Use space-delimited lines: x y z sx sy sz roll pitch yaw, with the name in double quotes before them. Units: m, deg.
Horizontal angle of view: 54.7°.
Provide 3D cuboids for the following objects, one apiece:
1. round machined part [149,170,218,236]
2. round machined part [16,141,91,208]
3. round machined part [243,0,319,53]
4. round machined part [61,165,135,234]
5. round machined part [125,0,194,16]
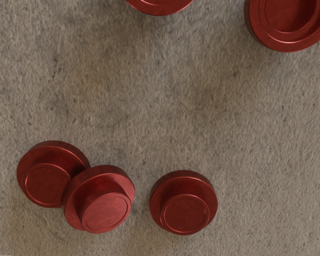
"round machined part" 0.034 0.113 0.443 0.099 0.042 0.097 0 110 -1
"round machined part" -0.147 0.070 0.424 0.099 0.042 0.097 0 110 -1
"round machined part" 0.144 -0.138 0.352 0.099 0.042 0.097 0 110 -1
"round machined part" -0.078 0.101 0.414 0.099 0.042 0.097 -16 126 -24
"round machined part" -0.001 -0.174 0.337 0.099 0.042 0.097 0 110 -1
